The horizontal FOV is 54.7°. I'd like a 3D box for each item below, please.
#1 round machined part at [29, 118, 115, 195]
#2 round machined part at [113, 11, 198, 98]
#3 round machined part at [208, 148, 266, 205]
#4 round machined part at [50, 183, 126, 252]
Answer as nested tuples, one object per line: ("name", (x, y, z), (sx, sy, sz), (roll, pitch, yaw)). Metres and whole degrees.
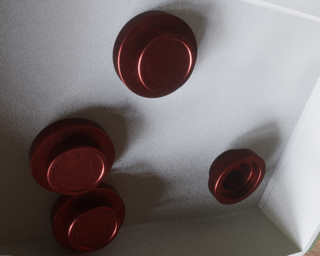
("round machined part", (-0.100, 0.040, 0.368), (0.099, 0.042, 0.097), (-14, 124, -21))
("round machined part", (0.000, -0.078, 0.350), (0.099, 0.042, 0.097), (-14, 124, -21))
("round machined part", (0.121, 0.075, 0.509), (0.099, 0.042, 0.097), (-14, 124, -21))
("round machined part", (-0.092, 0.125, 0.415), (0.099, 0.042, 0.097), (-11, 114, -25))
